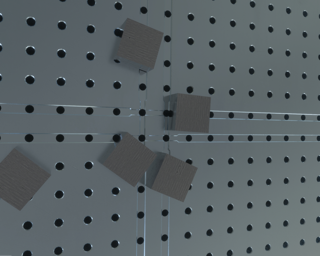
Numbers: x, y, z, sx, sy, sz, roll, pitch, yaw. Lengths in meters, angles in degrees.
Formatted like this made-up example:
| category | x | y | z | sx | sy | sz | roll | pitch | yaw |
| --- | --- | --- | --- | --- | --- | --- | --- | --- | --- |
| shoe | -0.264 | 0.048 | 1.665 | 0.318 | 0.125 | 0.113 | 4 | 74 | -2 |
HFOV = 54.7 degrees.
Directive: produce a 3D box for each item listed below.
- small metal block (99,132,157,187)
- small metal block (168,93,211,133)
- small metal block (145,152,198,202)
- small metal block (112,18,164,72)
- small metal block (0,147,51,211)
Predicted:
| category | x | y | z | sx | sy | sz | roll | pitch | yaw |
| --- | --- | --- | --- | --- | --- | --- | --- | --- | --- |
| small metal block | -0.041 | 0.040 | 0.399 | 0.050 | 0.025 | 0.050 | 39 | 77 | -16 |
| small metal block | 0.041 | -0.020 | 0.429 | 0.050 | 0.025 | 0.050 | 5 | 89 | -20 |
| small metal block | 0.016 | 0.066 | 0.420 | 0.050 | 0.025 | 0.050 | 26 | 81 | -19 |
| small metal block | -0.029 | -0.107 | 0.403 | 0.050 | 0.025 | 0.050 | 17 | 84 | -20 |
| small metal block | -0.162 | 0.057 | 0.353 | 0.050 | 0.025 | 0.050 | 42 | 77 | -16 |
